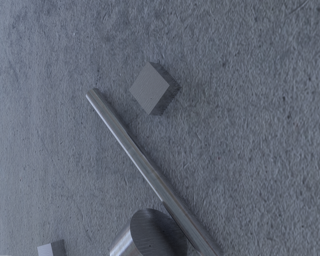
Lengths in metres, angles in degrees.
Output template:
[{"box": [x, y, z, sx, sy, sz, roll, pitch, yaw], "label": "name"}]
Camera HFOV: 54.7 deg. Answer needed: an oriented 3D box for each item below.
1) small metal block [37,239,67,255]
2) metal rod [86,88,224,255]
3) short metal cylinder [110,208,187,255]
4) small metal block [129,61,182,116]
[{"box": [-0.196, 0.236, 0.567, 0.050, 0.025, 0.050, -28, 73, 36], "label": "small metal block"}, {"box": [-0.022, 0.048, 0.422, 0.300, 0.025, 0.025, 50, 119, 28], "label": "metal rod"}, {"box": [-0.014, 0.147, 0.381, 0.080, 0.081, 0.050, 51, 120, 27], "label": "short metal cylinder"}, {"box": [-0.007, -0.052, 0.411, 0.050, 0.025, 0.050, 51, 120, 27], "label": "small metal block"}]
